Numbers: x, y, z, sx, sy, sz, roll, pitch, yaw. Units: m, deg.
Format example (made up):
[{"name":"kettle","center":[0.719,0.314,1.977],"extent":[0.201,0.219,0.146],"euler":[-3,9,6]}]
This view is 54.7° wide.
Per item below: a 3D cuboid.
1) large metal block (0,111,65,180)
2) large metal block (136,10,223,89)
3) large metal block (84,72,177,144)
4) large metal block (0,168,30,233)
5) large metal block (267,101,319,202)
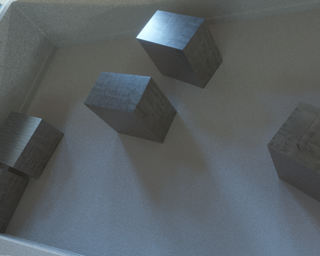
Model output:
[{"name":"large metal block","center":[-0.213,0.026,0.486],"extent":[0.080,0.050,0.080],"euler":[12,68,33]},{"name":"large metal block","center":[0.028,-0.106,0.421],"extent":[0.080,0.080,0.050],"euler":[26,76,37]},{"name":"large metal block","center":[-0.036,-0.027,0.406],"extent":[0.080,0.080,0.050],"euler":[12,68,33]},{"name":"large metal block","center":[-0.258,0.102,0.463],"extent":[0.080,0.050,0.080],"euler":[4,64,30]},{"name":"large metal block","center":[0.150,0.032,0.272],"extent":[0.080,0.080,0.050],"euler":[34,81,38]}]
